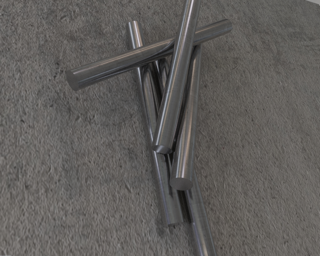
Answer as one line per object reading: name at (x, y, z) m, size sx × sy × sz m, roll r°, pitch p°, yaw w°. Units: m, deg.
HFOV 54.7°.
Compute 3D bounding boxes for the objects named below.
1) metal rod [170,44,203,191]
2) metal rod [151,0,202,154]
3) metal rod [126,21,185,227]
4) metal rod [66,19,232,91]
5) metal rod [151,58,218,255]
metal rod at (0.042, -0.049, 0.431) m, size 0.025 × 0.025 × 0.300 m, roll 24°, pitch 45°, yaw -14°
metal rod at (0.031, -0.107, 0.422) m, size 0.025 × 0.025 × 0.300 m, roll 20°, pitch 63°, yaw -16°
metal rod at (-0.012, -0.024, 0.411) m, size 0.025 × 0.025 × 0.299 m, roll 2°, pitch 61°, yaw -27°
metal rod at (0.007, -0.114, 0.441) m, size 0.302 × 0.025 × 0.025 m, roll -29°, pitch 78°, yaw -36°
metal rod at (0.028, 0.035, 0.397) m, size 0.025 × 0.025 × 0.299 m, roll 2°, pitch 61°, yaw -27°
